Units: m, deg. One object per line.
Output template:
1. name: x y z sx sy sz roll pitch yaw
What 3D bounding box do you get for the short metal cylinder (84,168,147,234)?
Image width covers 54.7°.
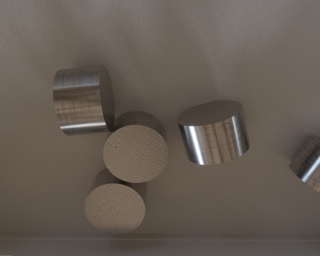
1. short metal cylinder: -0.060 0.100 0.434 0.081 0.050 0.079 0 110 0

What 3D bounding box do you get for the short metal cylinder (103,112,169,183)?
1. short metal cylinder: -0.030 0.024 0.405 0.081 0.050 0.079 -1 112 -2

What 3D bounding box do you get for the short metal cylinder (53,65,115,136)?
1. short metal cylinder: -0.087 -0.032 0.369 0.050 0.080 0.079 -6 110 2

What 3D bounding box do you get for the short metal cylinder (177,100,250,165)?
1. short metal cylinder: 0.066 0.004 0.384 0.080 0.080 0.050 -14 110 5

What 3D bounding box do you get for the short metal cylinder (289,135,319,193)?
1. short metal cylinder: 0.219 0.052 0.403 0.080 0.080 0.050 26 108 -9
